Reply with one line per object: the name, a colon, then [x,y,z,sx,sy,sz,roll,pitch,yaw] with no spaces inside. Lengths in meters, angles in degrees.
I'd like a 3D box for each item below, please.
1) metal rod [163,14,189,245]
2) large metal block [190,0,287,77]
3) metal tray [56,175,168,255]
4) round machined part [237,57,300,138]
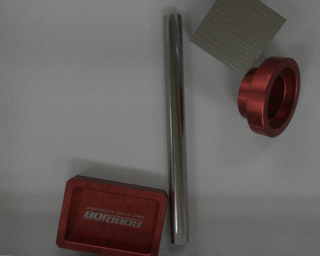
metal rod: [0.022,0.002,0.411,0.025,0.025,0.298,-2,90,-1]
large metal block: [0.095,-0.121,0.390,0.080,0.050,0.080,35,105,-1]
metal tray: [-0.061,0.118,0.408,0.131,0.030,0.089,10,90,-1]
round machined part: [0.133,-0.040,0.387,0.042,0.099,0.097,19,90,42]
